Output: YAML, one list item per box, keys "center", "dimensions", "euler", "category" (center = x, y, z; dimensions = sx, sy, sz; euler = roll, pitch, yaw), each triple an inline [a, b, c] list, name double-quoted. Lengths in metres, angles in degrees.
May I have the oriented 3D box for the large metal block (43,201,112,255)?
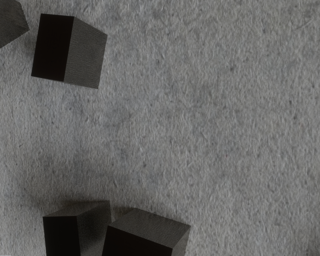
- center: [-0.105, 0.148, 0.416]
  dimensions: [0.050, 0.080, 0.080]
  euler: [-7, 88, 19]
  category: "large metal block"

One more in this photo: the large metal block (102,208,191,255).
- center: [-0.015, 0.145, 0.384]
  dimensions: [0.080, 0.080, 0.050]
  euler: [13, 95, 19]
  category: "large metal block"

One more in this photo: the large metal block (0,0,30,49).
- center: [-0.265, -0.164, 0.471]
  dimensions: [0.080, 0.080, 0.050]
  euler: [-23, 83, 18]
  category: "large metal block"

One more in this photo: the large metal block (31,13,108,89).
- center: [-0.120, -0.100, 0.421]
  dimensions: [0.050, 0.080, 0.079]
  euler: [12, 94, 19]
  category: "large metal block"
